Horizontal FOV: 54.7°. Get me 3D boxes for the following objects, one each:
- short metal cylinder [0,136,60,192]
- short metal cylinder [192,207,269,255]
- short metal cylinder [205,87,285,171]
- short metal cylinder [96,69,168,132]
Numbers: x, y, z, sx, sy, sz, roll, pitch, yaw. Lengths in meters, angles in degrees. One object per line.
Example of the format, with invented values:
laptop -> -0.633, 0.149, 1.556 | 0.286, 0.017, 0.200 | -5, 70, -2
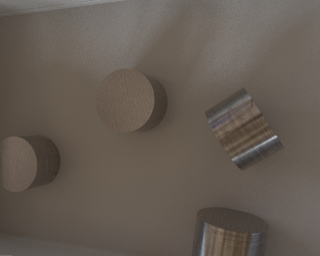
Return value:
short metal cylinder -> -0.200, 0.052, 0.466 | 0.080, 0.050, 0.079 | 0, 90, 19
short metal cylinder -> 0.079, 0.128, 0.353 | 0.080, 0.080, 0.050 | 8, 93, 19
short metal cylinder -> 0.094, 0.001, 0.348 | 0.050, 0.080, 0.080 | -34, 80, 17
short metal cylinder -> -0.036, -0.034, 0.409 | 0.080, 0.050, 0.079 | 0, 90, 19
